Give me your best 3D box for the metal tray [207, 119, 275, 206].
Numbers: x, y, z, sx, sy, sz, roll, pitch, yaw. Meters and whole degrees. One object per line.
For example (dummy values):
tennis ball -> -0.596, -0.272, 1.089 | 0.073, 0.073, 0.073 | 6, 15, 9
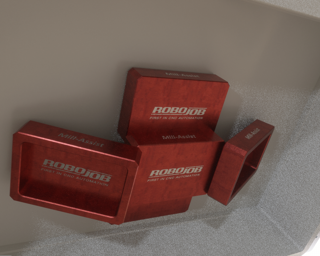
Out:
metal tray -> 0.122, 0.047, 0.458 | 0.131, 0.030, 0.089 | -25, 135, -51

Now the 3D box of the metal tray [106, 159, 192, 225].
metal tray -> -0.011, 0.088, 0.450 | 0.131, 0.030, 0.089 | -1, 119, -29

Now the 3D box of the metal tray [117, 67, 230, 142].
metal tray -> 0.018, -0.025, 0.396 | 0.131, 0.030, 0.089 | -1, 119, -29

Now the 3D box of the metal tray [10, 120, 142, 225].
metal tray -> -0.094, 0.051, 0.344 | 0.131, 0.030, 0.089 | 14, 115, -3

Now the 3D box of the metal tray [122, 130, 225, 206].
metal tray -> 0.015, 0.050, 0.403 | 0.131, 0.030, 0.089 | -2, 119, -28
